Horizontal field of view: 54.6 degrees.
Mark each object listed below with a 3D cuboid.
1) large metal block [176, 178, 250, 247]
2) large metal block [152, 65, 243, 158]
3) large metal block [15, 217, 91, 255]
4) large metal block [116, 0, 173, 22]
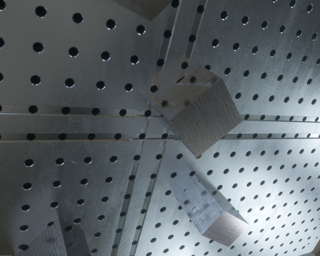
[{"bbox_3d":[0.086,0.138,0.507,0.050,0.080,0.080,-49,129,6],"label":"large metal block"},{"bbox_3d":[0.051,-0.021,0.409,0.080,0.050,0.080,-39,129,-2],"label":"large metal block"},{"bbox_3d":[-0.140,0.183,0.412,0.080,0.080,0.050,-42,129,0],"label":"large metal block"},{"bbox_3d":[-0.029,-0.148,0.268,0.050,0.080,0.080,-44,129,2],"label":"large metal block"}]
